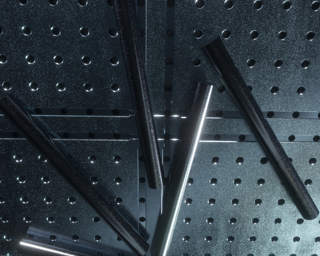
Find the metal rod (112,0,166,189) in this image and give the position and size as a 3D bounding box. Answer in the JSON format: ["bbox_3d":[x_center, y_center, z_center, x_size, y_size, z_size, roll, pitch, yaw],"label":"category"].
[{"bbox_3d":[-0.028,-0.057,0.391,0.025,0.025,0.298,-9,110,3],"label":"metal rod"}]

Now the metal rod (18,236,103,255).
[{"bbox_3d":[-0.070,0.224,0.494,0.302,0.025,0.025,17,109,-7],"label":"metal rod"}]

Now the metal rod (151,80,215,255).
[{"bbox_3d":[0.026,0.079,0.442,0.025,0.025,0.298,11,110,-5],"label":"metal rod"}]

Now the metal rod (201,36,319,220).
[{"bbox_3d":[0.143,0.012,0.419,0.025,0.025,0.299,-32,107,11],"label":"metal rod"}]

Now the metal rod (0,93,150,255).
[{"bbox_3d":[-0.114,0.077,0.440,0.025,0.025,0.300,-34,107,11],"label":"metal rod"}]
